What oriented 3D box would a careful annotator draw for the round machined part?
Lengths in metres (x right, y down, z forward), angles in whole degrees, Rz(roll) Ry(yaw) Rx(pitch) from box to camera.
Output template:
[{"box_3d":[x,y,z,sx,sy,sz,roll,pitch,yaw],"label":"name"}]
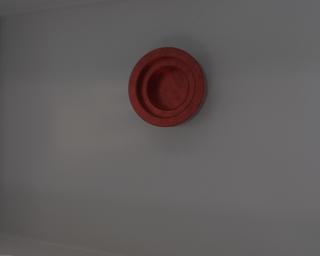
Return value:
[{"box_3d":[0.013,-0.050,0.397,0.098,0.042,0.097,0,90,20],"label":"round machined part"}]
